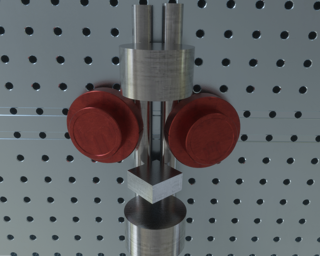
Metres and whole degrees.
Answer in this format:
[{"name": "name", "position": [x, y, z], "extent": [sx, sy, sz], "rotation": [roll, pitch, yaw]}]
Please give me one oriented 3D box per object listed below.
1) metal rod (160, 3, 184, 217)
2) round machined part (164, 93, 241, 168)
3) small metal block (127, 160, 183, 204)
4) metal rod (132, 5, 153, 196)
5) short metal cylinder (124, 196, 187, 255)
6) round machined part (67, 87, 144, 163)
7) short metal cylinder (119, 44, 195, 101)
[{"name": "metal rod", "position": [0.013, -0.005, 0.411], "extent": [0.025, 0.025, 0.298], "rotation": [1, 110, 0]}, {"name": "round machined part", "position": [0.058, 0.008, 0.393], "extent": [0.099, 0.042, 0.097], "rotation": [-6, 111, -14]}, {"name": "small metal block", "position": [-0.007, 0.067, 0.400], "extent": [0.050, 0.050, 0.025], "rotation": [-16, 116, -39]}, {"name": "metal rod", "position": [-0.022, -0.003, 0.411], "extent": [0.025, 0.025, 0.298], "rotation": [1, 110, 0]}, {"name": "short metal cylinder", "position": [-0.006, 0.128, 0.408], "extent": [0.081, 0.080, 0.050], "rotation": [1, 110, -1]}, {"name": "round machined part", "position": [-0.074, 0.001, 0.391], "extent": [0.098, 0.042, 0.097], "rotation": [5, 111, 13]}, {"name": "short metal cylinder", "position": [-0.003, -0.064, 0.337], "extent": [0.081, 0.080, 0.050], "rotation": [1, 110, -1]}]
